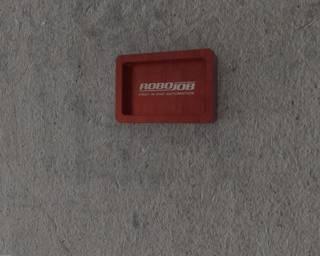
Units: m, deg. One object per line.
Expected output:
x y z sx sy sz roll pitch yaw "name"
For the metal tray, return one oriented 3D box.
0.007 -0.051 0.404 0.130 0.030 0.090 1 90 20 "metal tray"
